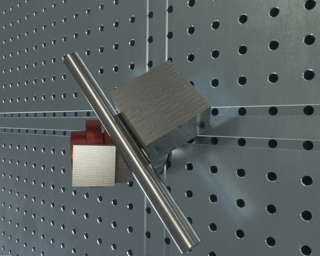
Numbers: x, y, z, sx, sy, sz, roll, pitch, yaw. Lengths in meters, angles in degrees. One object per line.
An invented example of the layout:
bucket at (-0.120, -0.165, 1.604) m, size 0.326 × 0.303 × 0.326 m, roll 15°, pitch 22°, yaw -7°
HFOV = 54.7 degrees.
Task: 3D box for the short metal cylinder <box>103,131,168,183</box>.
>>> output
short metal cylinder at (-0.036, 0.031, 0.418) m, size 0.080 × 0.050 × 0.079 m, roll 0°, pitch 90°, yaw 40°

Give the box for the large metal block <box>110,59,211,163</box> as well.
large metal block at (0.001, -0.020, 0.359) m, size 0.080 × 0.050 × 0.080 m, roll -31°, pitch 63°, yaw -11°

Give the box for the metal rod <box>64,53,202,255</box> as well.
metal rod at (-0.047, 0.012, 0.378) m, size 0.025 × 0.025 × 0.300 m, roll -51°, pitch 61°, yaw 28°

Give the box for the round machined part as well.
round machined part at (-0.104, 0.037, 0.446) m, size 0.098 × 0.042 × 0.097 m, roll 177°, pitch 89°, yaw -78°

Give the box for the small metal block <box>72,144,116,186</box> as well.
small metal block at (-0.082, 0.046, 0.388) m, size 0.025 × 0.050 × 0.050 m, roll -166°, pitch 78°, yaw -80°
